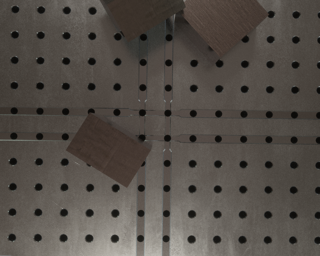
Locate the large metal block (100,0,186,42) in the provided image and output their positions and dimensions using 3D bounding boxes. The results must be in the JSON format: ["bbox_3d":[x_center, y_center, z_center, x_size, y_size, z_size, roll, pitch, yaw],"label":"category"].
[{"bbox_3d":[-0.027,-0.161,0.379,0.080,0.080,0.050,-32,133,0],"label":"large metal block"}]

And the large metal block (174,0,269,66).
[{"bbox_3d":[0.076,-0.142,0.402,0.080,0.050,0.080,-42,91,0],"label":"large metal block"}]

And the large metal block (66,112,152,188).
[{"bbox_3d":[-0.058,0.025,0.385,0.080,0.080,0.050,32,90,-1],"label":"large metal block"}]
